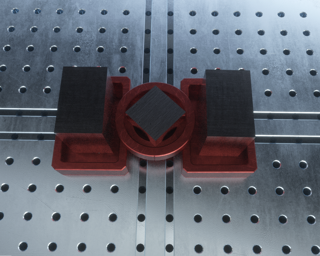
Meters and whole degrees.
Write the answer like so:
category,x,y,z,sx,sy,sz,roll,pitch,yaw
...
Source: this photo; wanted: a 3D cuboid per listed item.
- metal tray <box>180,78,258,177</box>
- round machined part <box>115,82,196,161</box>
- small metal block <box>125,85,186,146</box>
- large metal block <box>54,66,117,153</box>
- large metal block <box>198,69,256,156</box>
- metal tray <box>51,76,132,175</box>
category,x,y,z,sx,sy,sz,roll,pitch,yaw
metal tray,0.073,-0.002,0.409,0.091,0.030,0.130,0,70,0
round machined part,-0.006,-0.006,0.395,0.099,0.042,0.098,0,70,0
small metal block,-0.005,-0.014,0.374,0.050,0.025,0.050,43,75,14
large metal block,-0.085,-0.019,0.375,0.050,0.080,0.080,1,70,0
large metal block,0.076,-0.015,0.374,0.050,0.080,0.080,1,70,1
metal tray,-0.086,-0.005,0.409,0.091,0.030,0.130,1,70,0
